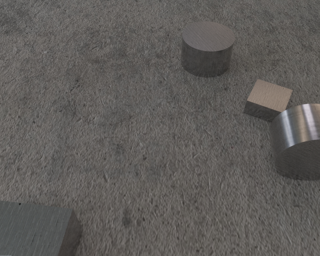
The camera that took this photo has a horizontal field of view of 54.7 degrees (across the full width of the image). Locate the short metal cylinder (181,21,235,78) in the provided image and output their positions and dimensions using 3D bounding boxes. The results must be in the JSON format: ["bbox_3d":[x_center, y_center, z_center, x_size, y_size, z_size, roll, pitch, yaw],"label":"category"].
[{"bbox_3d":[0.074,-0.126,0.493,0.081,0.050,0.080,0,50,0],"label":"short metal cylinder"}]

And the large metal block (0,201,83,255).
[{"bbox_3d":[-0.127,0.118,0.287,0.080,0.050,0.080,5,50,4],"label":"large metal block"}]

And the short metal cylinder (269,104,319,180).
[{"bbox_3d":[0.170,0.018,0.354,0.080,0.080,0.050,4,50,3],"label":"short metal cylinder"}]

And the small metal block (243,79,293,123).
[{"bbox_3d":[0.152,-0.037,0.436,0.050,0.025,0.050,22,53,17],"label":"small metal block"}]
